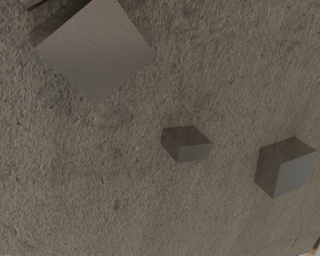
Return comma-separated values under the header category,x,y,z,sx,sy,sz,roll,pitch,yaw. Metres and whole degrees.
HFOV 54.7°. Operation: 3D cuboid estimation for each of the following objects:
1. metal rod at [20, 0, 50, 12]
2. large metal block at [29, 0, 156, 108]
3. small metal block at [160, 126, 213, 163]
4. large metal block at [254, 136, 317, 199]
category,x,y,z,sx,sy,sz,roll,pitch,yaw
metal rod,0.003,-0.195,0.288,0.301,0.025,0.025,-33,129,-7
large metal block,-0.065,-0.082,0.305,0.080,0.050,0.080,-41,130,-1
small metal block,0.036,0.021,0.425,0.050,0.050,0.025,-4,121,-27
large metal block,0.225,0.071,0.560,0.081,0.050,0.079,-15,125,-20
